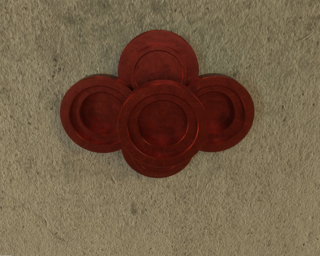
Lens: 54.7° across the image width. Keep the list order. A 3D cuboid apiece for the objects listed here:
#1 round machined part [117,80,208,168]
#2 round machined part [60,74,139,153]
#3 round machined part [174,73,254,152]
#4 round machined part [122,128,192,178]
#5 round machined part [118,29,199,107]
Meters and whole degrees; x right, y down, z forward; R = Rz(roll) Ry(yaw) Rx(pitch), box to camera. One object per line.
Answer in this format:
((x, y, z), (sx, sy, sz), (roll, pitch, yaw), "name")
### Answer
((0.003, -0.007, 0.354), (0.099, 0.042, 0.097), (0, 111, -1), "round machined part")
((-0.071, -0.021, 0.393), (0.099, 0.042, 0.097), (0, 110, -1), "round machined part")
((0.065, -0.022, 0.395), (0.099, 0.042, 0.097), (0, 110, -1), "round machined part")
((-0.003, 0.024, 0.411), (0.099, 0.042, 0.097), (0, 110, -1), "round machined part")
((-0.002, -0.068, 0.377), (0.099, 0.042, 0.097), (0, 110, -1), "round machined part")
